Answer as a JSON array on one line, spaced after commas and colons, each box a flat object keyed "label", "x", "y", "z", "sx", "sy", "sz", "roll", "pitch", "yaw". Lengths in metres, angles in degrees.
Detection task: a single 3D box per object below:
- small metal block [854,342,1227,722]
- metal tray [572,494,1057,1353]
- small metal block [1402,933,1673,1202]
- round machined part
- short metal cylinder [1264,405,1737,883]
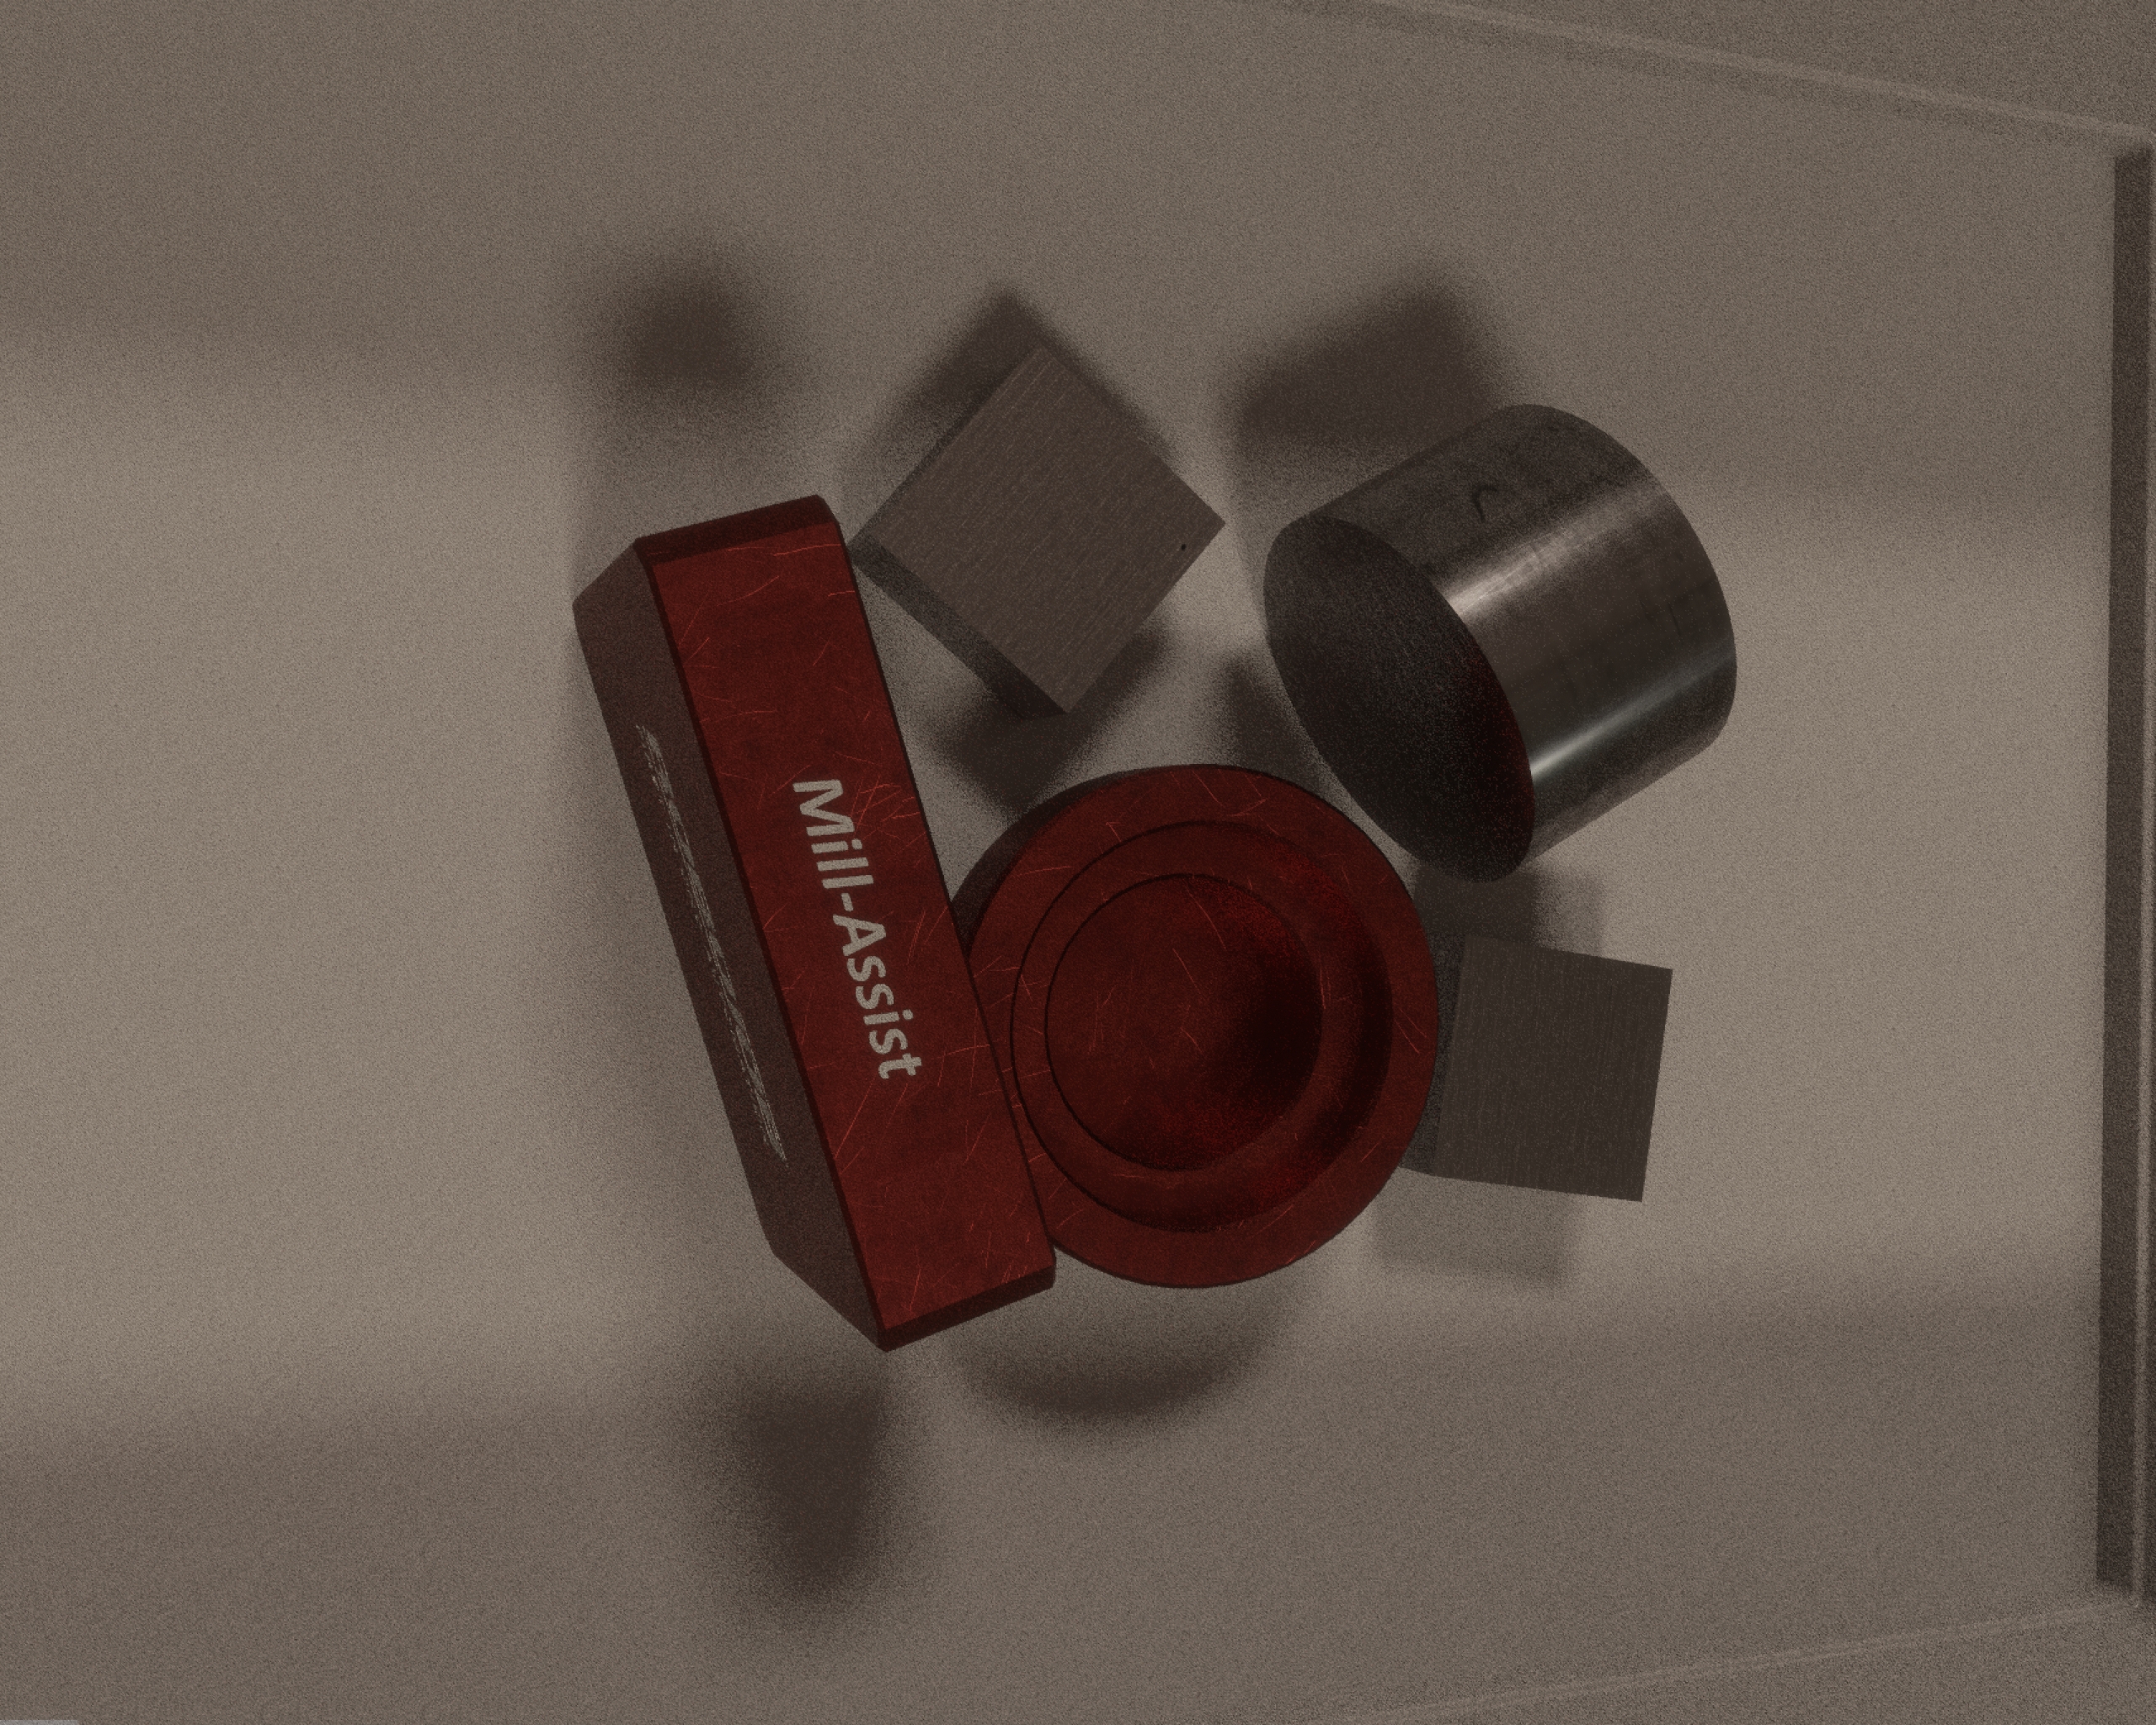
[{"label": "small metal block", "x": -0.009, "y": -0.063, "z": 0.406, "sx": 0.050, "sy": 0.025, "sz": 0.050, "roll": 42, "pitch": 77, "yaw": -14}, {"label": "metal tray", "x": -0.048, "y": 0.009, "z": 0.357, "sx": 0.030, "sy": 0.090, "sz": 0.129, "roll": -18, "pitch": 96, "yaw": -19}, {"label": "small metal block", "x": 0.095, "y": 0.043, "z": 0.445, "sx": 0.050, "sy": 0.025, "sz": 0.050, "roll": 10, "pitch": 86, "yaw": -19}, {"label": "round machined part", "x": 0.017, "y": 0.030, "z": 0.406, "sx": 0.099, "sy": 0.042, "sz": 0.097, "roll": 0, "pitch": 90, "yaw": -21}, {"label": "short metal cylinder", "x": 0.081, "y": -0.043, "z": 0.411, "sx": 0.050, "sy": 0.080, "sz": 0.080, "roll": -31, "pitch": 101, "yaw": -18}]
